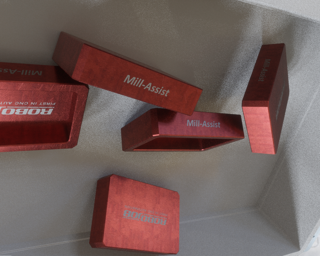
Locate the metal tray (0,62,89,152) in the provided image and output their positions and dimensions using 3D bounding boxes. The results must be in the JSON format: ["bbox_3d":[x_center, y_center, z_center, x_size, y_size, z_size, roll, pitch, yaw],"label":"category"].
[{"bbox_3d":[-0.143,-0.018,0.301,0.131,0.030,0.089,-1,134,-28],"label":"metal tray"}]

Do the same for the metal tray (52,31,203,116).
[{"bbox_3d":[-0.032,-0.054,0.314,0.131,0.090,0.030,15,104,-35],"label":"metal tray"}]

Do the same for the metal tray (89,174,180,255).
[{"bbox_3d":[-0.029,0.123,0.430,0.131,0.090,0.030,24,147,-37],"label":"metal tray"}]

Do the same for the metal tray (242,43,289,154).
[{"bbox_3d":[0.145,-0.041,0.413,0.130,0.030,0.090,-61,141,-37],"label":"metal tray"}]

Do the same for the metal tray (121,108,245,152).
[{"bbox_3d":[0.028,0.007,0.390,0.131,0.090,0.030,3,74,-30],"label":"metal tray"}]
